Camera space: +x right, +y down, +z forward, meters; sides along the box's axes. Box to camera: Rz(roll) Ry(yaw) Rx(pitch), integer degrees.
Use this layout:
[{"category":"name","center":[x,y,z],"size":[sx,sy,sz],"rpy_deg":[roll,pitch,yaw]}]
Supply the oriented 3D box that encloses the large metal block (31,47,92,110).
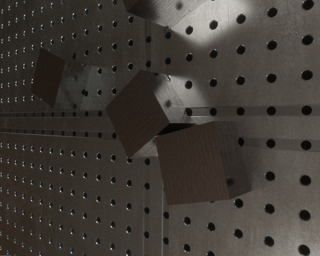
[{"category":"large metal block","center":[-0.171,-0.084,0.531],"size":[0.080,0.050,0.079],"rpy_deg":[31,109,35]}]

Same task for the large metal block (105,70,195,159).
[{"category":"large metal block","center":[-0.015,-0.016,0.404],"size":[0.080,0.050,0.080],"rpy_deg":[-41,65,32]}]

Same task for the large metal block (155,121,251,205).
[{"category":"large metal block","center":[0.047,0.040,0.353],"size":[0.080,0.050,0.080],"rpy_deg":[-17,79,38]}]

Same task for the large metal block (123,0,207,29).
[{"category":"large metal block","center":[0.009,-0.170,0.365],"size":[0.080,0.081,0.050],"rpy_deg":[-29,72,36]}]
